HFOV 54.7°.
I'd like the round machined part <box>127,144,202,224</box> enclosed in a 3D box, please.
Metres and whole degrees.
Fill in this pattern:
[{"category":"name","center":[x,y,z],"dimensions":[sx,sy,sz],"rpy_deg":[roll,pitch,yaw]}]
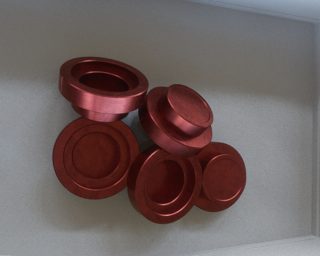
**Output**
[{"category":"round machined part","center":[0.002,0.066,0.389],"dimensions":[0.099,0.042,0.097],"rpy_deg":[-5,99,-33]}]

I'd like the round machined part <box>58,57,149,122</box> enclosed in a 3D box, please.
[{"category":"round machined part","center":[-0.066,-0.042,0.357],"dimensions":[0.099,0.098,0.042],"rpy_deg":[3,125,-20]}]

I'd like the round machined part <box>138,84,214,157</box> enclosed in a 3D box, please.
[{"category":"round machined part","center":[0.026,-0.016,0.381],"dimensions":[0.099,0.042,0.098],"rpy_deg":[24,40,-22]}]

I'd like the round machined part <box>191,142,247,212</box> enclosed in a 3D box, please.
[{"category":"round machined part","center":[0.079,0.068,0.430],"dimensions":[0.099,0.042,0.097],"rpy_deg":[0,90,-21]}]

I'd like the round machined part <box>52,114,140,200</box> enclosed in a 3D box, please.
[{"category":"round machined part","center":[-0.077,0.033,0.371],"dimensions":[0.099,0.042,0.097],"rpy_deg":[0,90,-21]}]
